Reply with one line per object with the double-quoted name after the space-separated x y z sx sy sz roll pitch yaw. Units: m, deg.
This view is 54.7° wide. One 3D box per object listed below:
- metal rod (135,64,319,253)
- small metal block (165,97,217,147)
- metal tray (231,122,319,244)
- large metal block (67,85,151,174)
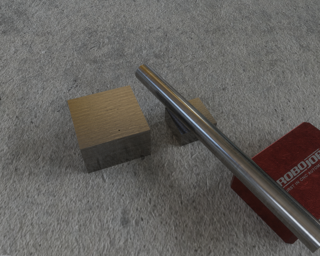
0.060 0.011 0.357 0.025 0.025 0.300 -27 53 -21 "metal rod"
0.040 -0.009 0.411 0.050 0.025 0.050 -18 53 -15 "small metal block"
0.159 0.056 0.355 0.131 0.030 0.090 -29 56 -23 "metal tray"
-0.063 0.000 0.386 0.081 0.050 0.080 -16 52 -13 "large metal block"
